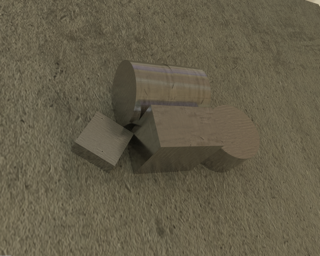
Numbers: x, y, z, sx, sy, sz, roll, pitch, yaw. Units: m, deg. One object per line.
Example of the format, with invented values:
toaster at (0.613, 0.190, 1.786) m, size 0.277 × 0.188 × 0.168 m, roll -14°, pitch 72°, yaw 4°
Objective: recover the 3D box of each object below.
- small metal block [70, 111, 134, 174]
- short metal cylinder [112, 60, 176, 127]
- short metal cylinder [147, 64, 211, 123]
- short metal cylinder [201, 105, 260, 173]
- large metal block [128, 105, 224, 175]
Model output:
small metal block at (-0.066, 0.017, 0.360) m, size 0.050 × 0.025 × 0.050 m, roll 33°, pitch 51°, yaw -7°
short metal cylinder at (-0.022, -0.041, 0.384) m, size 0.050 × 0.080 × 0.080 m, roll 1°, pitch 62°, yaw -28°
short metal cylinder at (0.022, -0.042, 0.408) m, size 0.050 × 0.080 × 0.080 m, roll 1°, pitch 62°, yaw -28°
short metal cylinder at (0.088, 0.015, 0.427) m, size 0.081 × 0.050 × 0.080 m, roll 14°, pitch 56°, yaw -21°
large metal block at (0.014, 0.016, 0.369) m, size 0.081 × 0.080 × 0.050 m, roll 1°, pitch 62°, yaw -28°
